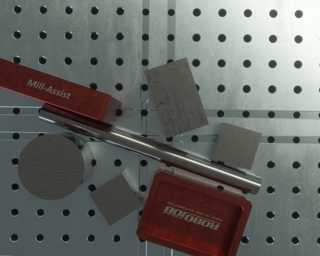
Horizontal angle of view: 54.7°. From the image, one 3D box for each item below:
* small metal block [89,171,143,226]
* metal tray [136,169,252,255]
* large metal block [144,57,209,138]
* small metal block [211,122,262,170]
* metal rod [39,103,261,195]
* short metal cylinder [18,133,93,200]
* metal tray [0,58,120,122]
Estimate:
[{"bbox_3d":[-0.057,0.093,0.413,0.050,0.025,0.050,-32,90,0],"label":"small metal block"},{"bbox_3d":[0.044,0.117,0.411,0.131,0.030,0.090,18,90,0],"label":"metal tray"},{"bbox_3d":[0.019,-0.034,0.387,0.050,0.080,0.080,-19,90,0],"label":"large metal block"},{"bbox_3d":[0.101,0.024,0.414,0.050,0.025,0.050,17,90,0],"label":"small metal block"},{"bbox_3d":[-0.012,0.028,0.413,0.301,0.025,0.025,19,90,0],"label":"metal rod"},{"bbox_3d":[-0.132,0.047,0.399,0.081,0.050,0.080,0,90,0],"label":"short metal cylinder"},{"bbox_3d":[-0.120,-0.042,0.379,0.131,0.090,0.030,19,90,0],"label":"metal tray"}]
